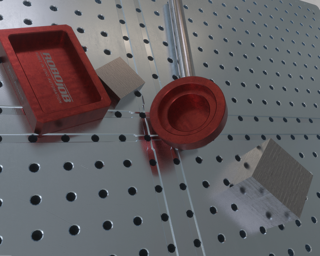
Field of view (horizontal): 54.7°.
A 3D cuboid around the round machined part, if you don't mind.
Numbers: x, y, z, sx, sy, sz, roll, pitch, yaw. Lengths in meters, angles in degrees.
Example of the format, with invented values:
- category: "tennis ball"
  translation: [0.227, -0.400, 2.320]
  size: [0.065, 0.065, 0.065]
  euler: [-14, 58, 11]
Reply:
- category: "round machined part"
  translation: [0.040, -0.016, 0.407]
  size: [0.098, 0.042, 0.098]
  euler: [-8, 61, 16]

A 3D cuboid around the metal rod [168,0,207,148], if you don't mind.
- category: "metal rod"
  translation: [0.040, -0.107, 0.495]
  size: [0.025, 0.025, 0.299]
  euler: [9, 58, -24]

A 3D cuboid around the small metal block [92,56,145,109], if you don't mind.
- category: "small metal block"
  translation: [-0.057, -0.061, 0.415]
  size: [0.050, 0.025, 0.050]
  euler: [46, 51, 3]

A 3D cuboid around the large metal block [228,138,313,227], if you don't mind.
- category: "large metal block"
  translation: [0.155, 0.075, 0.430]
  size: [0.080, 0.050, 0.080]
  euler: [42, 51, 0]

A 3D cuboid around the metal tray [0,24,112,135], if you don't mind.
- category: "metal tray"
  translation: [-0.128, -0.063, 0.374]
  size: [0.091, 0.030, 0.130]
  euler: [-19, 72, -35]
